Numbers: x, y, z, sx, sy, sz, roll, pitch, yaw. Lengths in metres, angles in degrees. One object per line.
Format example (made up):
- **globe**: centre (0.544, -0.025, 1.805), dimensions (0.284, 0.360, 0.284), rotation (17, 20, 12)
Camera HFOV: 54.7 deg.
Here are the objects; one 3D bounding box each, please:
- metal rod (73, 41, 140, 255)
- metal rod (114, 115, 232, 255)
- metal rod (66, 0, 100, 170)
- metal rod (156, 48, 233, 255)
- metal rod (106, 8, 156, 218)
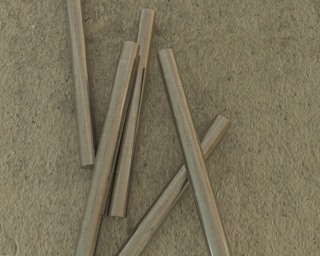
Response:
- **metal rod**: centre (-0.065, 0.031, 0.380), dimensions (0.025, 0.025, 0.299), rotation (9, 75, 3)
- **metal rod**: centre (-0.004, 0.104, 0.369), dimensions (0.025, 0.025, 0.300), rotation (34, 73, 11)
- **metal rod**: centre (-0.113, -0.090, 0.439), dimensions (0.025, 0.025, 0.299), rotation (-9, 70, -3)
- **metal rod**: centre (0.040, 0.037, 0.366), dimensions (0.025, 0.025, 0.299), rotation (-12, 70, -4)
- **metal rod**: centre (-0.035, -0.034, 0.420), dimensions (0.025, 0.025, 0.299), rotation (6, 70, 2)
